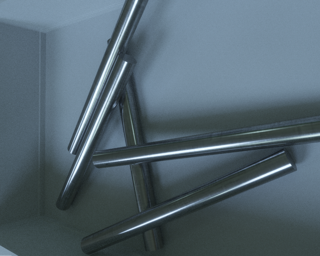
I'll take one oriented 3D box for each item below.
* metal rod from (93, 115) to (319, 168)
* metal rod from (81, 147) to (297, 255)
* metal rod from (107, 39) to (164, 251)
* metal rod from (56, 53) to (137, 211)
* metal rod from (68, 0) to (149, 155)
[{"bbox_3d":[0.039,0.021,0.353,0.300,0.025,0.025,-11,83,33],"label":"metal rod"},{"bbox_3d":[0.012,0.098,0.370,0.299,0.025,0.025,-31,71,27],"label":"metal rod"},{"bbox_3d":[-0.037,0.015,0.434,0.025,0.025,0.298,-19,78,38],"label":"metal rod"},{"bbox_3d":[-0.106,0.023,0.470,0.025,0.025,0.298,48,125,29],"label":"metal rod"},{"bbox_3d":[-0.079,-0.068,0.438,0.025,0.025,0.298,52,130,27],"label":"metal rod"}]
